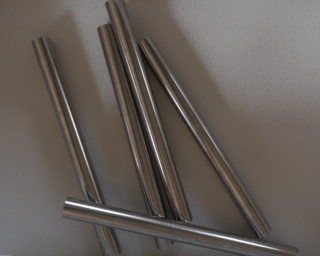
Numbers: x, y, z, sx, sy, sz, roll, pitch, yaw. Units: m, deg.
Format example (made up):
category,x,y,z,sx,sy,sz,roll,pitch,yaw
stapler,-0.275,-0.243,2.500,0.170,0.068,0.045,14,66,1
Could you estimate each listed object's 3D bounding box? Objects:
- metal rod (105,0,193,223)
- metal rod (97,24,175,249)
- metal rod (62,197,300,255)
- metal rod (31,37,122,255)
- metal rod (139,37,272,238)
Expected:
category,x,y,z,sx,sy,sz,roll,pitch,yaw
metal rod,-0.013,-0.018,0.402,0.025,0.025,0.298,-18,94,0
metal rod,-0.032,0.011,0.411,0.025,0.025,0.298,-15,90,0
metal rod,0.031,0.132,0.389,0.302,0.025,0.025,14,90,-7
metal rod,-0.110,0.027,0.409,0.025,0.025,0.298,-19,90,0
metal rod,0.058,0.013,0.412,0.025,0.025,0.299,-32,90,0
